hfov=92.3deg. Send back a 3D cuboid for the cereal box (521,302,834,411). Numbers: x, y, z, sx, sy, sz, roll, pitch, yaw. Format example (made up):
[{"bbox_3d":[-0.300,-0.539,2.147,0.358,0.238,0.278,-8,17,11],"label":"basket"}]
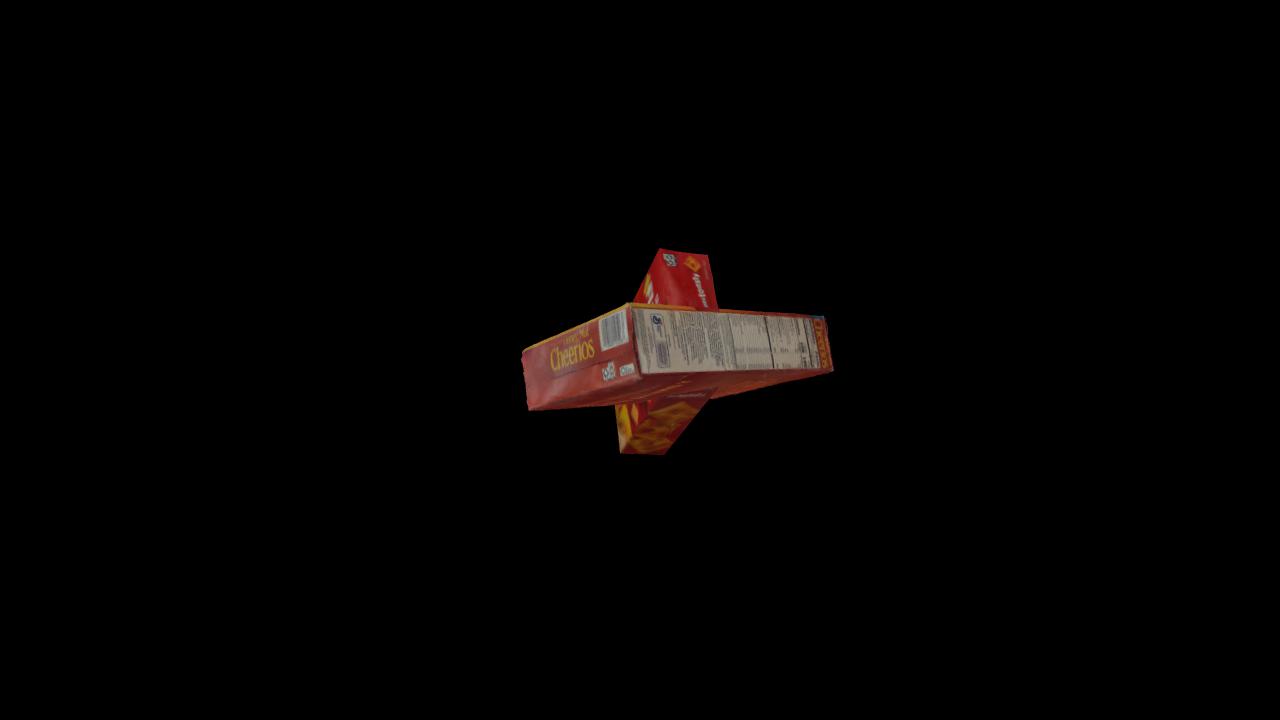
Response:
[{"bbox_3d":[0.048,0.001,0.704,0.306,0.081,0.203,-1,-11,-40],"label":"cereal box"}]

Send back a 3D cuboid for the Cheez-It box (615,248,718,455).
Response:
[{"bbox_3d":[0.026,-0.002,0.752,0.071,0.166,0.223,4,-33,-18],"label":"Cheez-It box"}]
